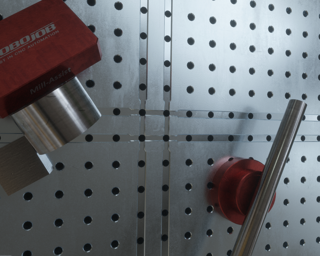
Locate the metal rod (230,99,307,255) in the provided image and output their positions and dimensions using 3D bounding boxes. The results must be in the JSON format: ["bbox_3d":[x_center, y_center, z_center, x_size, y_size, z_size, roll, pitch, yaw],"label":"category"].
[{"bbox_3d":[0.138,0.100,0.420,0.025,0.025,0.299,27,81,-19],"label":"metal rod"}]

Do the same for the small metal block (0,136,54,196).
[{"bbox_3d":[-0.157,0.040,0.349,0.050,0.025,0.050,-29,100,-3],"label":"small metal block"}]

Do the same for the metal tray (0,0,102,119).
[{"bbox_3d":[-0.142,-0.081,0.335,0.131,0.030,0.090,-36,70,-17],"label":"metal tray"}]

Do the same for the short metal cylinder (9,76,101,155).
[{"bbox_3d":[-0.113,-0.015,0.340,0.080,0.080,0.050,-36,108,-17],"label":"short metal cylinder"}]

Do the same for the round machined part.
[{"bbox_3d":[0.129,0.094,0.453,0.099,0.042,0.097,0,90,-21],"label":"round machined part"}]
